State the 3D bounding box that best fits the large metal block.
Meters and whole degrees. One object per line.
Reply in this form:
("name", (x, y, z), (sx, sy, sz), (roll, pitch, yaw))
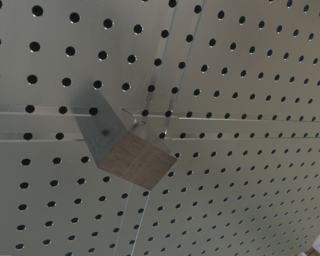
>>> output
("large metal block", (-0.038, 0.019, 0.368), (0.080, 0.080, 0.050), (33, 100, -39))
